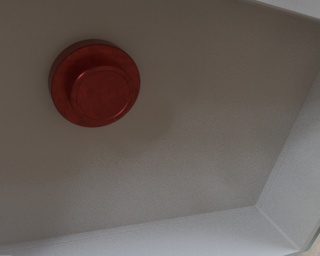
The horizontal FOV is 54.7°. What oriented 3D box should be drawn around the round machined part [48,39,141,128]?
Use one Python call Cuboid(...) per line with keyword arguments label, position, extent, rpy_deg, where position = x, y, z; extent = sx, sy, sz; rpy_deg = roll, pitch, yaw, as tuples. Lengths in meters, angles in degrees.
Cuboid(label="round machined part", position=(-0.067, -0.042, 0.336), extent=(0.099, 0.042, 0.097), rpy_deg=(-14, 125, -21))
